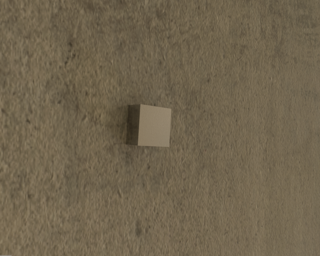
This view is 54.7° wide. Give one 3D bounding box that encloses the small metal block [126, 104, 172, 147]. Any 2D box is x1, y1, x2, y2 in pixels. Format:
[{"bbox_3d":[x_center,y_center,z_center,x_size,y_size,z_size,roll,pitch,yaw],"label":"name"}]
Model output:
[{"bbox_3d":[-0.014,-0.002,0.395,0.050,0.025,0.050,6,87,-40],"label":"small metal block"}]
